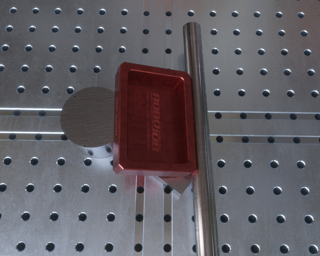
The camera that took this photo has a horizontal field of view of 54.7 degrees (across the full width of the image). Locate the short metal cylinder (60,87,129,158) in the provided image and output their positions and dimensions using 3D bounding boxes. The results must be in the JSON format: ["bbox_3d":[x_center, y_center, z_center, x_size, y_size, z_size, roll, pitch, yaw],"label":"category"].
[{"bbox_3d":[-0.081,-0.006,0.399,0.081,0.050,0.080,0,70,0],"label":"short metal cylinder"}]

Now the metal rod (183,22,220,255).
[{"bbox_3d":[0.048,-0.001,0.386,0.025,0.025,0.299,-1,70,-1],"label":"metal rod"}]

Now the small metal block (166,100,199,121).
[{"bbox_3d":[0.032,-0.031,0.424,0.050,0.025,0.050,-14,71,-6],"label":"small metal block"}]

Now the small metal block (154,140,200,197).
[{"bbox_3d":[0.022,0.051,0.392,0.050,0.025,0.050,37,74,12],"label":"small metal block"}]

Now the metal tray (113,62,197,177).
[{"bbox_3d":[-0.007,-0.010,0.370,0.091,0.030,0.130,6,69,-19],"label":"metal tray"}]
